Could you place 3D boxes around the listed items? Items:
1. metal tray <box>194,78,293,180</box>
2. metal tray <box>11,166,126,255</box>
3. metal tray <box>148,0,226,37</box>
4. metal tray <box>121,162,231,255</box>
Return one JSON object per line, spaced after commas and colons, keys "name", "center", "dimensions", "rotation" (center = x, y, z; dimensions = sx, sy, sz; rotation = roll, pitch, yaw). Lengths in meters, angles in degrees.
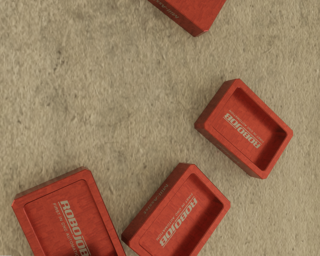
{"name": "metal tray", "center": [0.125, 0.002, 0.454], "dimensions": [0.130, 0.030, 0.090], "rotation": [40, 77, -16]}
{"name": "metal tray", "center": [-0.104, 0.122, 0.368], "dimensions": [0.091, 0.030, 0.129], "rotation": [-23, 98, -19]}
{"name": "metal tray", "center": [0.028, -0.198, 0.417], "dimensions": [0.130, 0.030, 0.090], "rotation": [33, 79, -17]}
{"name": "metal tray", "center": [0.025, 0.121, 0.408], "dimensions": [0.090, 0.030, 0.130], "rotation": [47, 70, -17]}
